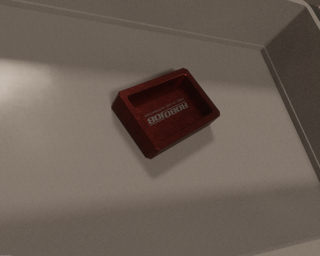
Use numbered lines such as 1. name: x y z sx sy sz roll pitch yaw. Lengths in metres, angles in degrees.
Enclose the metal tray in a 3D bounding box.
1. metal tray: 0.012 -0.025 0.425 0.131 0.030 0.090 -27 77 -37
